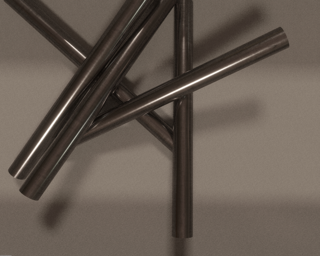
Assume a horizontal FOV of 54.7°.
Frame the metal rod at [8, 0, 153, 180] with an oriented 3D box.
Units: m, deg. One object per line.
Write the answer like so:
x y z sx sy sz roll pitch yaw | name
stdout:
-0.098 -0.057 0.387 0.025 0.025 0.299 38 99 -1 | metal rod

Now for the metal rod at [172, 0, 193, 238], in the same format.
0.029 -0.018 0.392 0.025 0.025 0.298 1 82 -1 | metal rod

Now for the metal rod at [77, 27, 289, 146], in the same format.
0.003 -0.040 0.375 0.301 0.025 0.025 -24 91 13 | metal rod

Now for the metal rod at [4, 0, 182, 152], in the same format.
-0.085 -0.075 0.410 0.300 0.025 0.025 42 90 -1 | metal rod

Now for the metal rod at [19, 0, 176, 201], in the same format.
-0.071 -0.046 0.382 0.025 0.025 0.300 33 82 -1 | metal rod
